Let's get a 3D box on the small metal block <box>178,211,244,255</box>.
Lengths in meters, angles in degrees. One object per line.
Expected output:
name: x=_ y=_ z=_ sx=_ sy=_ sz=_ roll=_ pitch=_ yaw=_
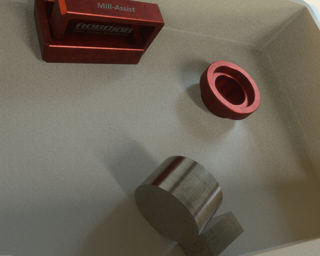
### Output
small metal block: x=0.057 y=0.122 z=0.347 sx=0.050 sy=0.050 sz=0.025 roll=-25 pitch=78 yaw=-37

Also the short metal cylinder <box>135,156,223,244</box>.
short metal cylinder: x=0.020 y=0.077 z=0.336 sx=0.080 sy=0.080 sz=0.050 roll=46 pitch=51 yaw=3

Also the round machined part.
round machined part: x=0.104 y=-0.054 z=0.486 sx=0.099 sy=0.042 sz=0.098 roll=14 pitch=56 yaw=-21

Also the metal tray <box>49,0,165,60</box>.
metal tray: x=-0.071 y=-0.125 z=0.401 sx=0.131 sy=0.090 sz=0.030 roll=-6 pitch=70 yaw=-31

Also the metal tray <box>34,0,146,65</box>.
metal tray: x=-0.094 y=-0.130 z=0.417 sx=0.131 sy=0.030 sz=0.090 roll=-5 pitch=61 yaw=-28
